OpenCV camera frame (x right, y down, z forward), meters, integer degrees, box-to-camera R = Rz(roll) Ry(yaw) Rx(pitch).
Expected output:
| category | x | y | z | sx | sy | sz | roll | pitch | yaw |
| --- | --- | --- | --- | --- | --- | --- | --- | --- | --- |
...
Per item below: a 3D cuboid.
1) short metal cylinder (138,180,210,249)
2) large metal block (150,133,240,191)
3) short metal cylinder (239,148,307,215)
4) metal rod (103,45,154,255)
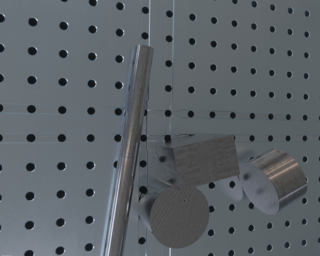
| category | x | y | z | sx | sy | sz | roll | pitch | yaw |
| --- | --- | --- | --- | --- | --- | --- | --- | --- | --- |
| short metal cylinder | 0.017 | 0.109 | 0.406 | 0.081 | 0.050 | 0.079 | 0 | 90 | -20 |
| large metal block | 0.042 | 0.039 | 0.399 | 0.081 | 0.080 | 0.050 | -11 | 94 | -20 |
| short metal cylinder | 0.159 | 0.076 | 0.442 | 0.050 | 0.080 | 0.080 | -23 | 98 | -18 |
| metal rod | -0.042 | 0.043 | 0.397 | 0.025 | 0.025 | 0.298 | 9 | 87 | -20 |
